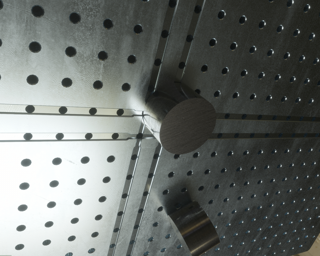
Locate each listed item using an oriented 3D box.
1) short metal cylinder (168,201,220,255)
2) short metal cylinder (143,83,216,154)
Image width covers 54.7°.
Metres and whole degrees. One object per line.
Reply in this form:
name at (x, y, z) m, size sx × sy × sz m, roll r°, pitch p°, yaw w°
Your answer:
short metal cylinder at (0.055, 0.168, 0.512) m, size 0.050 × 0.080 × 0.080 m, roll -27°, pitch 128°, yaw -12°
short metal cylinder at (0.025, -0.013, 0.403) m, size 0.081 × 0.050 × 0.079 m, roll -14°, pitch 124°, yaw -21°
